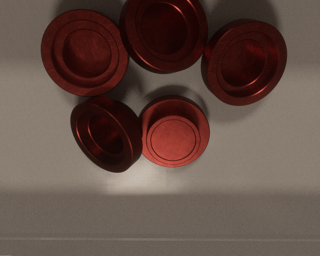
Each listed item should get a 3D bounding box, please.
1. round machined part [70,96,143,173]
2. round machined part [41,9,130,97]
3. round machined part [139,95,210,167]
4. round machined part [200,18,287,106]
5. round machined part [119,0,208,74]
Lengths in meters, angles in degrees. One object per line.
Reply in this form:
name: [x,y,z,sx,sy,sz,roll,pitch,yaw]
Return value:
round machined part: [-0.061,0.004,0.387,0.098,0.042,0.097,20,129,27]
round machined part: [-0.085,-0.089,0.368,0.099,0.042,0.097,0,110,-1]
round machined part: [0.017,0.009,0.406,0.099,0.042,0.097,0,110,-1]
round machined part: [0.094,-0.079,0.366,0.099,0.042,0.097,-7,118,-13]
round machined part: [0.001,-0.109,0.347,0.099,0.042,0.097,-1,92,-25]
